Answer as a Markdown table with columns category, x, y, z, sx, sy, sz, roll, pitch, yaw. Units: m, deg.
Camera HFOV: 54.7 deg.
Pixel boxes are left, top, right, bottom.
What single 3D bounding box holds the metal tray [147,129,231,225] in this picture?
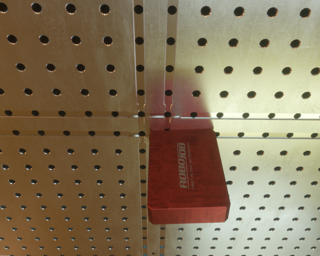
| category | x | y | z | sx | sy | sz | roll | pitch | yaw |
| --- | --- | --- | --- | --- | --- | --- | --- | --- | --- |
| metal tray | 0.032 | 0.056 | 0.391 | 0.091 | 0.130 | 0.030 | -2 | 130 | 1 |
